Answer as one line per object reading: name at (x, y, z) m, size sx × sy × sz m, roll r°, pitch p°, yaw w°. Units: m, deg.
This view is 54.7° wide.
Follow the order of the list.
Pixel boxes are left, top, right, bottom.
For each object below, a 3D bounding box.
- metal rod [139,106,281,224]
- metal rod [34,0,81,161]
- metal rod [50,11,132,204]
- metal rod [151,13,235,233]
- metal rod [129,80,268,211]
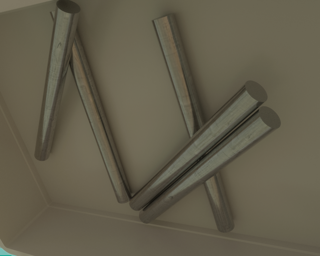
metal rod at (0.040, 0.067, 0.398) m, size 0.025 × 0.025 × 0.298 m, roll 40°, pitch 138°, yaw 1°
metal rod at (-0.153, -0.042, 0.439) m, size 0.025 × 0.025 × 0.298 m, roll 36°, pitch 136°, yaw 4°
metal rod at (-0.091, -0.015, 0.445) m, size 0.025 × 0.025 × 0.298 m, roll 0°, pitch 119°, yaw 28°
metal rod at (0.049, 0.011, 0.388) m, size 0.025 × 0.025 × 0.298 m, roll -6°, pitch 116°, yaw 30°
metal rod at (0.025, 0.044, 0.393) m, size 0.025 × 0.025 × 0.298 m, roll 40°, pitch 138°, yaw 1°
